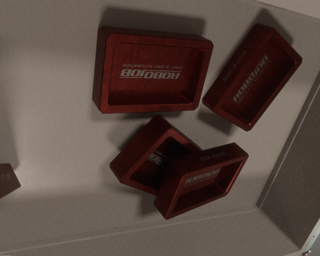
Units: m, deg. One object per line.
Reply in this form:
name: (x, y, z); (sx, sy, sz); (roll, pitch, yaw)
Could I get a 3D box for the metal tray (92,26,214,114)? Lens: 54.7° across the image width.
metal tray: (-0.008, -0.065, 0.362); (0.131, 0.030, 0.089); (-4, 120, -27)

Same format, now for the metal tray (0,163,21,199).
metal tray: (-0.185, 0.066, 0.281); (0.091, 0.130, 0.030); (-26, 92, -18)

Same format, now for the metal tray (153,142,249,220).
metal tray: (0.061, 0.074, 0.446); (0.131, 0.030, 0.089); (-10, 132, -37)

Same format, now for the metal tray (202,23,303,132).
metal tray: (0.131, -0.067, 0.437); (0.090, 0.030, 0.129); (25, 104, -37)

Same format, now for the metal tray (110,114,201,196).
metal tray: (0.006, 0.046, 0.418); (0.090, 0.030, 0.130); (-47, 143, 5)
